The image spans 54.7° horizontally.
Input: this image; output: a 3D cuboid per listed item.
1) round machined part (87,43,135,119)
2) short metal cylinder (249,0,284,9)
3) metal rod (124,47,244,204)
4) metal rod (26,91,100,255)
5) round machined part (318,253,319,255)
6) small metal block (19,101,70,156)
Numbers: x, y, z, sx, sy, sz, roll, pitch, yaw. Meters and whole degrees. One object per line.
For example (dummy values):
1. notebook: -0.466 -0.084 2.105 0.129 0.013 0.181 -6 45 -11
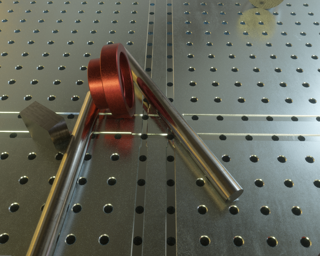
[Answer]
1. round machined part: -0.065 -0.060 0.412 0.042 0.098 0.098 -7 50 6
2. short metal cylinder: 0.215 -0.286 0.614 0.080 0.080 0.050 17 52 13
3. metal rod: 0.009 -0.024 0.427 0.025 0.025 0.300 -23 54 -18
4. metal rod: -0.109 0.069 0.348 0.025 0.025 0.300 5 50 4
5. round machined part: 0.185 0.148 0.273 0.099 0.042 0.098 0 50 0
6. small metal block: -0.142 0.001 0.390 0.050 0.050 0.025 28 56 21
